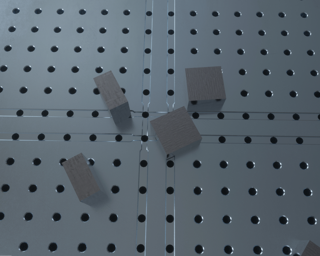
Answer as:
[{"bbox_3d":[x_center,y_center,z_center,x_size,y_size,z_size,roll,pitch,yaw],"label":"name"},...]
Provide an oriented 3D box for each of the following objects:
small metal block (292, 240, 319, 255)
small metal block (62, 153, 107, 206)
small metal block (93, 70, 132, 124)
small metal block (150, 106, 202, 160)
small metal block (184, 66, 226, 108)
[{"bbox_3d":[0.175,0.165,0.353,0.050,0.025,0.050,35,74,12],"label":"small metal block"},{"bbox_3d":[-0.090,0.063,0.375,0.025,0.050,0.050,-28,73,-10],"label":"small metal block"},{"bbox_3d":[-0.062,-0.040,0.413,0.025,0.050,0.050,-26,72,-9],"label":"small metal block"},{"bbox_3d":[0.020,0.006,0.410,0.050,0.025,0.050,-24,72,-9],"label":"small metal block"},{"bbox_3d":[0.062,-0.057,0.433,0.050,0.025,0.050,-4,70,-2],"label":"small metal block"}]
